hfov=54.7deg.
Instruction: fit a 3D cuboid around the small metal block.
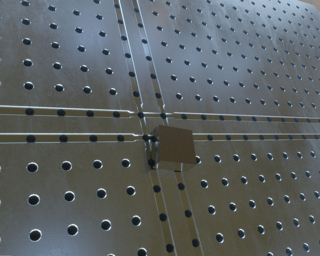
[{"bbox_3d":[0.017,0.027,0.403,0.050,0.025,0.050,9,58,-24],"label":"small metal block"}]
